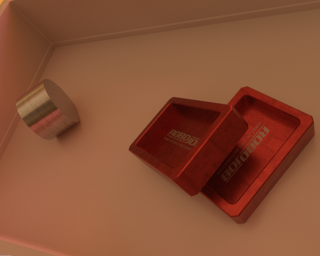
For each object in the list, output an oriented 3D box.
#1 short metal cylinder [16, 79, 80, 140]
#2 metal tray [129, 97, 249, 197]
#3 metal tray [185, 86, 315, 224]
[{"bbox_3d":[-0.170,-0.028,0.474,0.050,0.080,0.080,-34,52,6],"label":"short metal cylinder"},{"bbox_3d":[0.024,0.012,0.344,0.090,0.030,0.130,-50,25,-9],"label":"metal tray"},{"bbox_3d":[0.091,0.025,0.339,0.130,0.030,0.090,-49,52,-7],"label":"metal tray"}]
